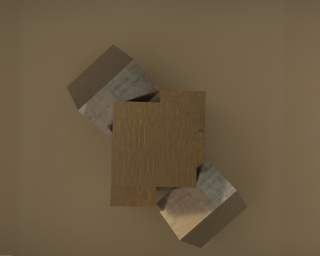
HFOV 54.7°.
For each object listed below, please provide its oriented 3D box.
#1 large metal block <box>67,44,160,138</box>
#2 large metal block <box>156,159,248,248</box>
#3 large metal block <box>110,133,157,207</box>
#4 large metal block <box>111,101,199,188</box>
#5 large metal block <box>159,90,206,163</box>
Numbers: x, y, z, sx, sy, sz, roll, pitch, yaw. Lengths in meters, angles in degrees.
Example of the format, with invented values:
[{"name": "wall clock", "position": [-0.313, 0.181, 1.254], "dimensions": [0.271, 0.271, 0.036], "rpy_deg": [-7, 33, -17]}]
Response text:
[{"name": "large metal block", "position": [-0.059, -0.048, 0.374], "dimensions": [0.080, 0.080, 0.050], "rpy_deg": [-43, 125, 0]}, {"name": "large metal block", "position": [0.053, 0.094, 0.375], "dimensions": [0.080, 0.080, 0.050], "rpy_deg": [-41, 55, 0]}, {"name": "large metal block", "position": [-0.029, 0.047, 0.382], "dimensions": [0.050, 0.080, 0.080], "rpy_deg": [1, 90, 0]}, {"name": "large metal block", "position": [-0.005, 0.015, 0.317], "dimensions": [0.081, 0.050, 0.080], "rpy_deg": [2, 90, 0]}, {"name": "large metal block", "position": [0.024, -0.001, 0.381], "dimensions": [0.050, 0.080, 0.080], "rpy_deg": [1, 90, 0]}]
